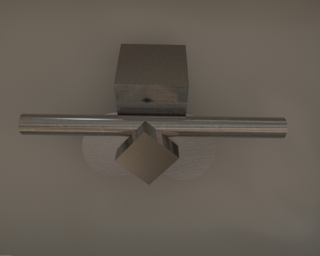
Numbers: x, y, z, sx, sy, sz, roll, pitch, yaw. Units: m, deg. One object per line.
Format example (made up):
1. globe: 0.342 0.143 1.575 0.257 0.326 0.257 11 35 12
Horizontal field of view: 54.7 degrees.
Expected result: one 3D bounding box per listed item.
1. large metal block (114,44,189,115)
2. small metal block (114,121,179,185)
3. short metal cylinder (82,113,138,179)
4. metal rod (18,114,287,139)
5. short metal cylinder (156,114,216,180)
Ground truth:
1. large metal block: -0.009 -0.058 0.377 0.081 0.050 0.080 1 47 0
2. small metal block: -0.014 0.029 0.349 0.050 0.025 0.050 38 112 -19
3. short metal cylinder: -0.053 0.021 0.397 0.081 0.050 0.079 0 90 -1
4. metal rod: -0.007 -0.002 0.360 0.302 0.025 0.025 1 90 -1
5. short metal cylinder: 0.027 0.023 0.398 0.081 0.050 0.079 0 90 -1
